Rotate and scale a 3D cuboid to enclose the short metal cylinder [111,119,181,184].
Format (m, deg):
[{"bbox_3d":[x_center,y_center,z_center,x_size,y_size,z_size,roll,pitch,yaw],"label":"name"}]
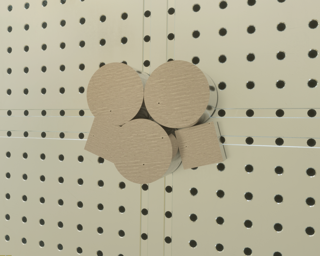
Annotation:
[{"bbox_3d":[-0.015,0.028,0.401,0.080,0.050,0.079,0,90,20],"label":"short metal cylinder"}]

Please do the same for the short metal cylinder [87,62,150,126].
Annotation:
[{"bbox_3d":[-0.049,-0.043,0.413,0.080,0.050,0.079,0,90,20],"label":"short metal cylinder"}]

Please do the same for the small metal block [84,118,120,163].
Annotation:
[{"bbox_3d":[-0.072,0.015,0.434,0.050,0.025,0.050,22,97,18],"label":"small metal block"}]

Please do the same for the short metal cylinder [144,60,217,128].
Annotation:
[{"bbox_3d":[0.027,-0.040,0.386,0.080,0.050,0.079,0,90,20],"label":"short metal cylinder"}]

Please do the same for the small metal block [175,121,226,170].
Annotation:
[{"bbox_3d":[0.051,0.022,0.391,0.050,0.025,0.050,-15,85,19],"label":"small metal block"}]
